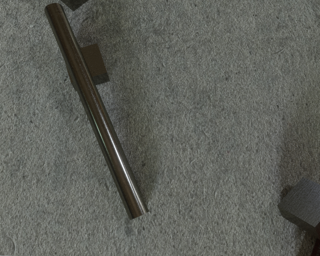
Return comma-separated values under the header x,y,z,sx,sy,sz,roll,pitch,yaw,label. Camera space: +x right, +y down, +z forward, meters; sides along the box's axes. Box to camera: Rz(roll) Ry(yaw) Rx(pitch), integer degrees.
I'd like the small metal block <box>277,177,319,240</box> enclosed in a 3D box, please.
x,y,z,sx,sy,sz,roll,pitch,yaw,label
0.177,0.092,0.362,0.050,0.025,0.050,-41,31,-14,small metal block

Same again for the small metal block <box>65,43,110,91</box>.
x,y,z,sx,sy,sz,roll,pitch,yaw,label
-0.104,-0.086,0.438,0.050,0.025,0.050,-18,71,-7,small metal block

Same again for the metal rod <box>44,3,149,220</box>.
x,y,z,sx,sy,sz,roll,pitch,yaw,label
-0.085,-0.029,0.397,0.025,0.025,0.299,-23,79,-8,metal rod

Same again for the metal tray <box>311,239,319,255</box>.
x,y,z,sx,sy,sz,roll,pitch,yaw,label
0.217,0.171,0.346,0.090,0.030,0.130,27,72,9,metal tray

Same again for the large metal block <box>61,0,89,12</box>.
x,y,z,sx,sy,sz,roll,pitch,yaw,label
-0.137,-0.245,0.483,0.080,0.050,0.080,42,75,13,large metal block
